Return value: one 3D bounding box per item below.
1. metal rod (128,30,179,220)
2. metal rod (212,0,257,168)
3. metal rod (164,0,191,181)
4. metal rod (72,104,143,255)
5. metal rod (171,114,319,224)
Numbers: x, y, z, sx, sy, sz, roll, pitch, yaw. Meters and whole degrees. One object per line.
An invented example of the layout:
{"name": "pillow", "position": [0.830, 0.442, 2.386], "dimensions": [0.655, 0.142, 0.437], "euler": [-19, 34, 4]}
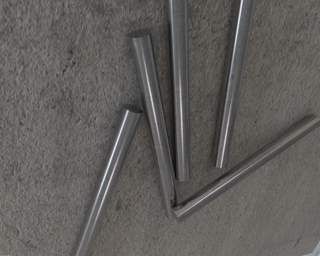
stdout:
{"name": "metal rod", "position": [0.000, 0.019, 0.417], "dimensions": [0.025, 0.025, 0.298], "euler": [-22, 127, -16]}
{"name": "metal rod", "position": [0.099, -0.072, 0.416], "dimensions": [0.025, 0.025, 0.298], "euler": [-12, 124, -22]}
{"name": "metal rod", "position": [0.024, -0.051, 0.387], "dimensions": [0.025, 0.025, 0.298], "euler": [-17, 126, -19]}
{"name": "metal rod", "position": [-0.084, 0.106, 0.426], "dimensions": [0.025, 0.025, 0.298], "euler": [8, 114, -32]}
{"name": "metal rod", "position": [0.149, 0.060, 0.507], "dimensions": [0.302, 0.025, 0.025], "euler": [-30, 129, -16]}
